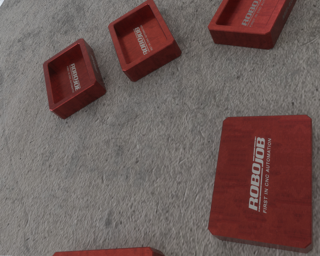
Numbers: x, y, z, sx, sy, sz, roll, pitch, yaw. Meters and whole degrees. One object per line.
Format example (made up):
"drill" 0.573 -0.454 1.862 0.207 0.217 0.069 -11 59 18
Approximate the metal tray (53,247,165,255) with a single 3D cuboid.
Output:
"metal tray" -0.061 0.177 0.324 0.130 0.030 0.090 -12 57 21

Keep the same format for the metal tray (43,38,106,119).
"metal tray" -0.150 -0.087 0.533 0.090 0.030 0.130 -30 52 8

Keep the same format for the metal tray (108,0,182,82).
"metal tray" -0.029 -0.145 0.504 0.090 0.030 0.130 -28 52 10

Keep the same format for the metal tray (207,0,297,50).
"metal tray" 0.136 -0.174 0.435 0.090 0.030 0.130 18 71 35

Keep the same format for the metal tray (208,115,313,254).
"metal tray" 0.105 0.050 0.315 0.090 0.030 0.130 -1 61 27
